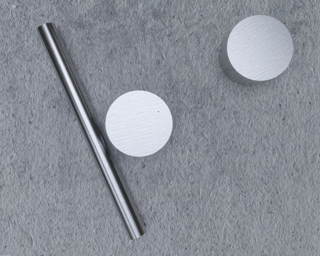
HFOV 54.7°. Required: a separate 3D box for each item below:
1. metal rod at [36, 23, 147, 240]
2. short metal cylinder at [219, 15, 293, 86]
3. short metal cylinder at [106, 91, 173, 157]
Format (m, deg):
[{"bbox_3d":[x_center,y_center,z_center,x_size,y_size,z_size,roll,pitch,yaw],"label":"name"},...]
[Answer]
[{"bbox_3d":[-0.090,0.004,0.408,0.025,0.025,0.299,-24,90,0],"label":"metal rod"},{"bbox_3d":[0.121,-0.097,0.399,0.081,0.050,0.079,0,90,-1],"label":"short metal cylinder"},{"bbox_3d":[-0.025,-0.005,0.397,0.081,0.050,0.079,0,90,-1],"label":"short metal cylinder"}]
